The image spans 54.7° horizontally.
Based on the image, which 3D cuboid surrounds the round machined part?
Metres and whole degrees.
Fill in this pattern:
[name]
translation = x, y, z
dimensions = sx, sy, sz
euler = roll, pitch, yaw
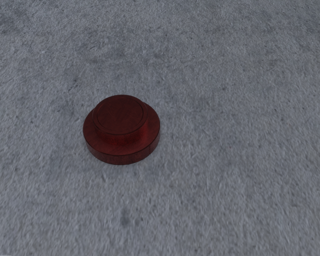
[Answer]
[round machined part]
translation = -0.049, -0.005, 0.396
dimensions = 0.099, 0.042, 0.098
euler = 0, 50, 0
